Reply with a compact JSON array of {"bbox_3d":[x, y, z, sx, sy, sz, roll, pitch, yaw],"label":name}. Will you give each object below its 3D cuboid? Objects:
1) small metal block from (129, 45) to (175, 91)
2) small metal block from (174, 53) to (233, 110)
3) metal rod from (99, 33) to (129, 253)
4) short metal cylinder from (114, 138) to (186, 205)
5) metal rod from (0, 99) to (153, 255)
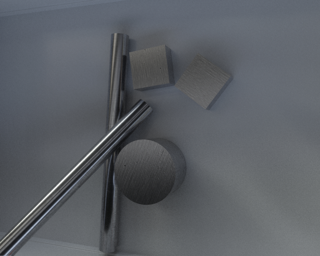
[{"bbox_3d":[-0.010,-0.079,0.413,0.050,0.025,0.050,-7,88,19],"label":"small metal block"},{"bbox_3d":[0.055,-0.058,0.391,0.050,0.025,0.050,39,102,15],"label":"small metal block"},{"bbox_3d":[-0.064,0.021,0.431,0.025,0.025,0.298,4,91,19],"label":"metal rod"},{"bbox_3d":[-0.011,0.054,0.400,0.080,0.050,0.079,0,90,19],"label":"short metal cylinder"},{"bbox_3d":[-0.119,0.077,0.386,0.025,0.025,0.301,40,77,15],"label":"metal rod"}]
